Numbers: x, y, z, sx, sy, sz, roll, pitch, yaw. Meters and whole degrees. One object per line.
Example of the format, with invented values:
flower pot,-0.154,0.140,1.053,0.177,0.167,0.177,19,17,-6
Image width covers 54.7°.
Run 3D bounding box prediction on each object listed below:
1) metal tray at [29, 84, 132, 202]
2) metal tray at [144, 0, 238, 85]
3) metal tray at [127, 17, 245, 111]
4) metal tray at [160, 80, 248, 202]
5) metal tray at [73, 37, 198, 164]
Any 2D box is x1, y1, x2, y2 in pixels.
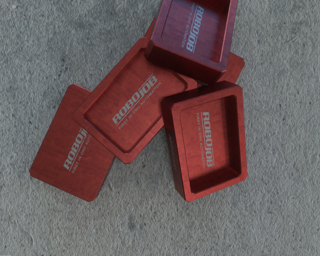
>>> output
metal tray,-0.100,0.019,0.407,0.090,0.030,0.129,25,90,-1
metal tray,0.041,-0.125,0.375,0.091,0.030,0.130,20,62,-10
metal tray,0.032,-0.076,0.409,0.131,0.030,0.090,27,90,-1
metal tray,0.057,0.017,0.375,0.091,0.030,0.129,-17,115,-16
metal tray,-0.029,-0.032,0.378,0.090,0.030,0.130,41,90,-1
